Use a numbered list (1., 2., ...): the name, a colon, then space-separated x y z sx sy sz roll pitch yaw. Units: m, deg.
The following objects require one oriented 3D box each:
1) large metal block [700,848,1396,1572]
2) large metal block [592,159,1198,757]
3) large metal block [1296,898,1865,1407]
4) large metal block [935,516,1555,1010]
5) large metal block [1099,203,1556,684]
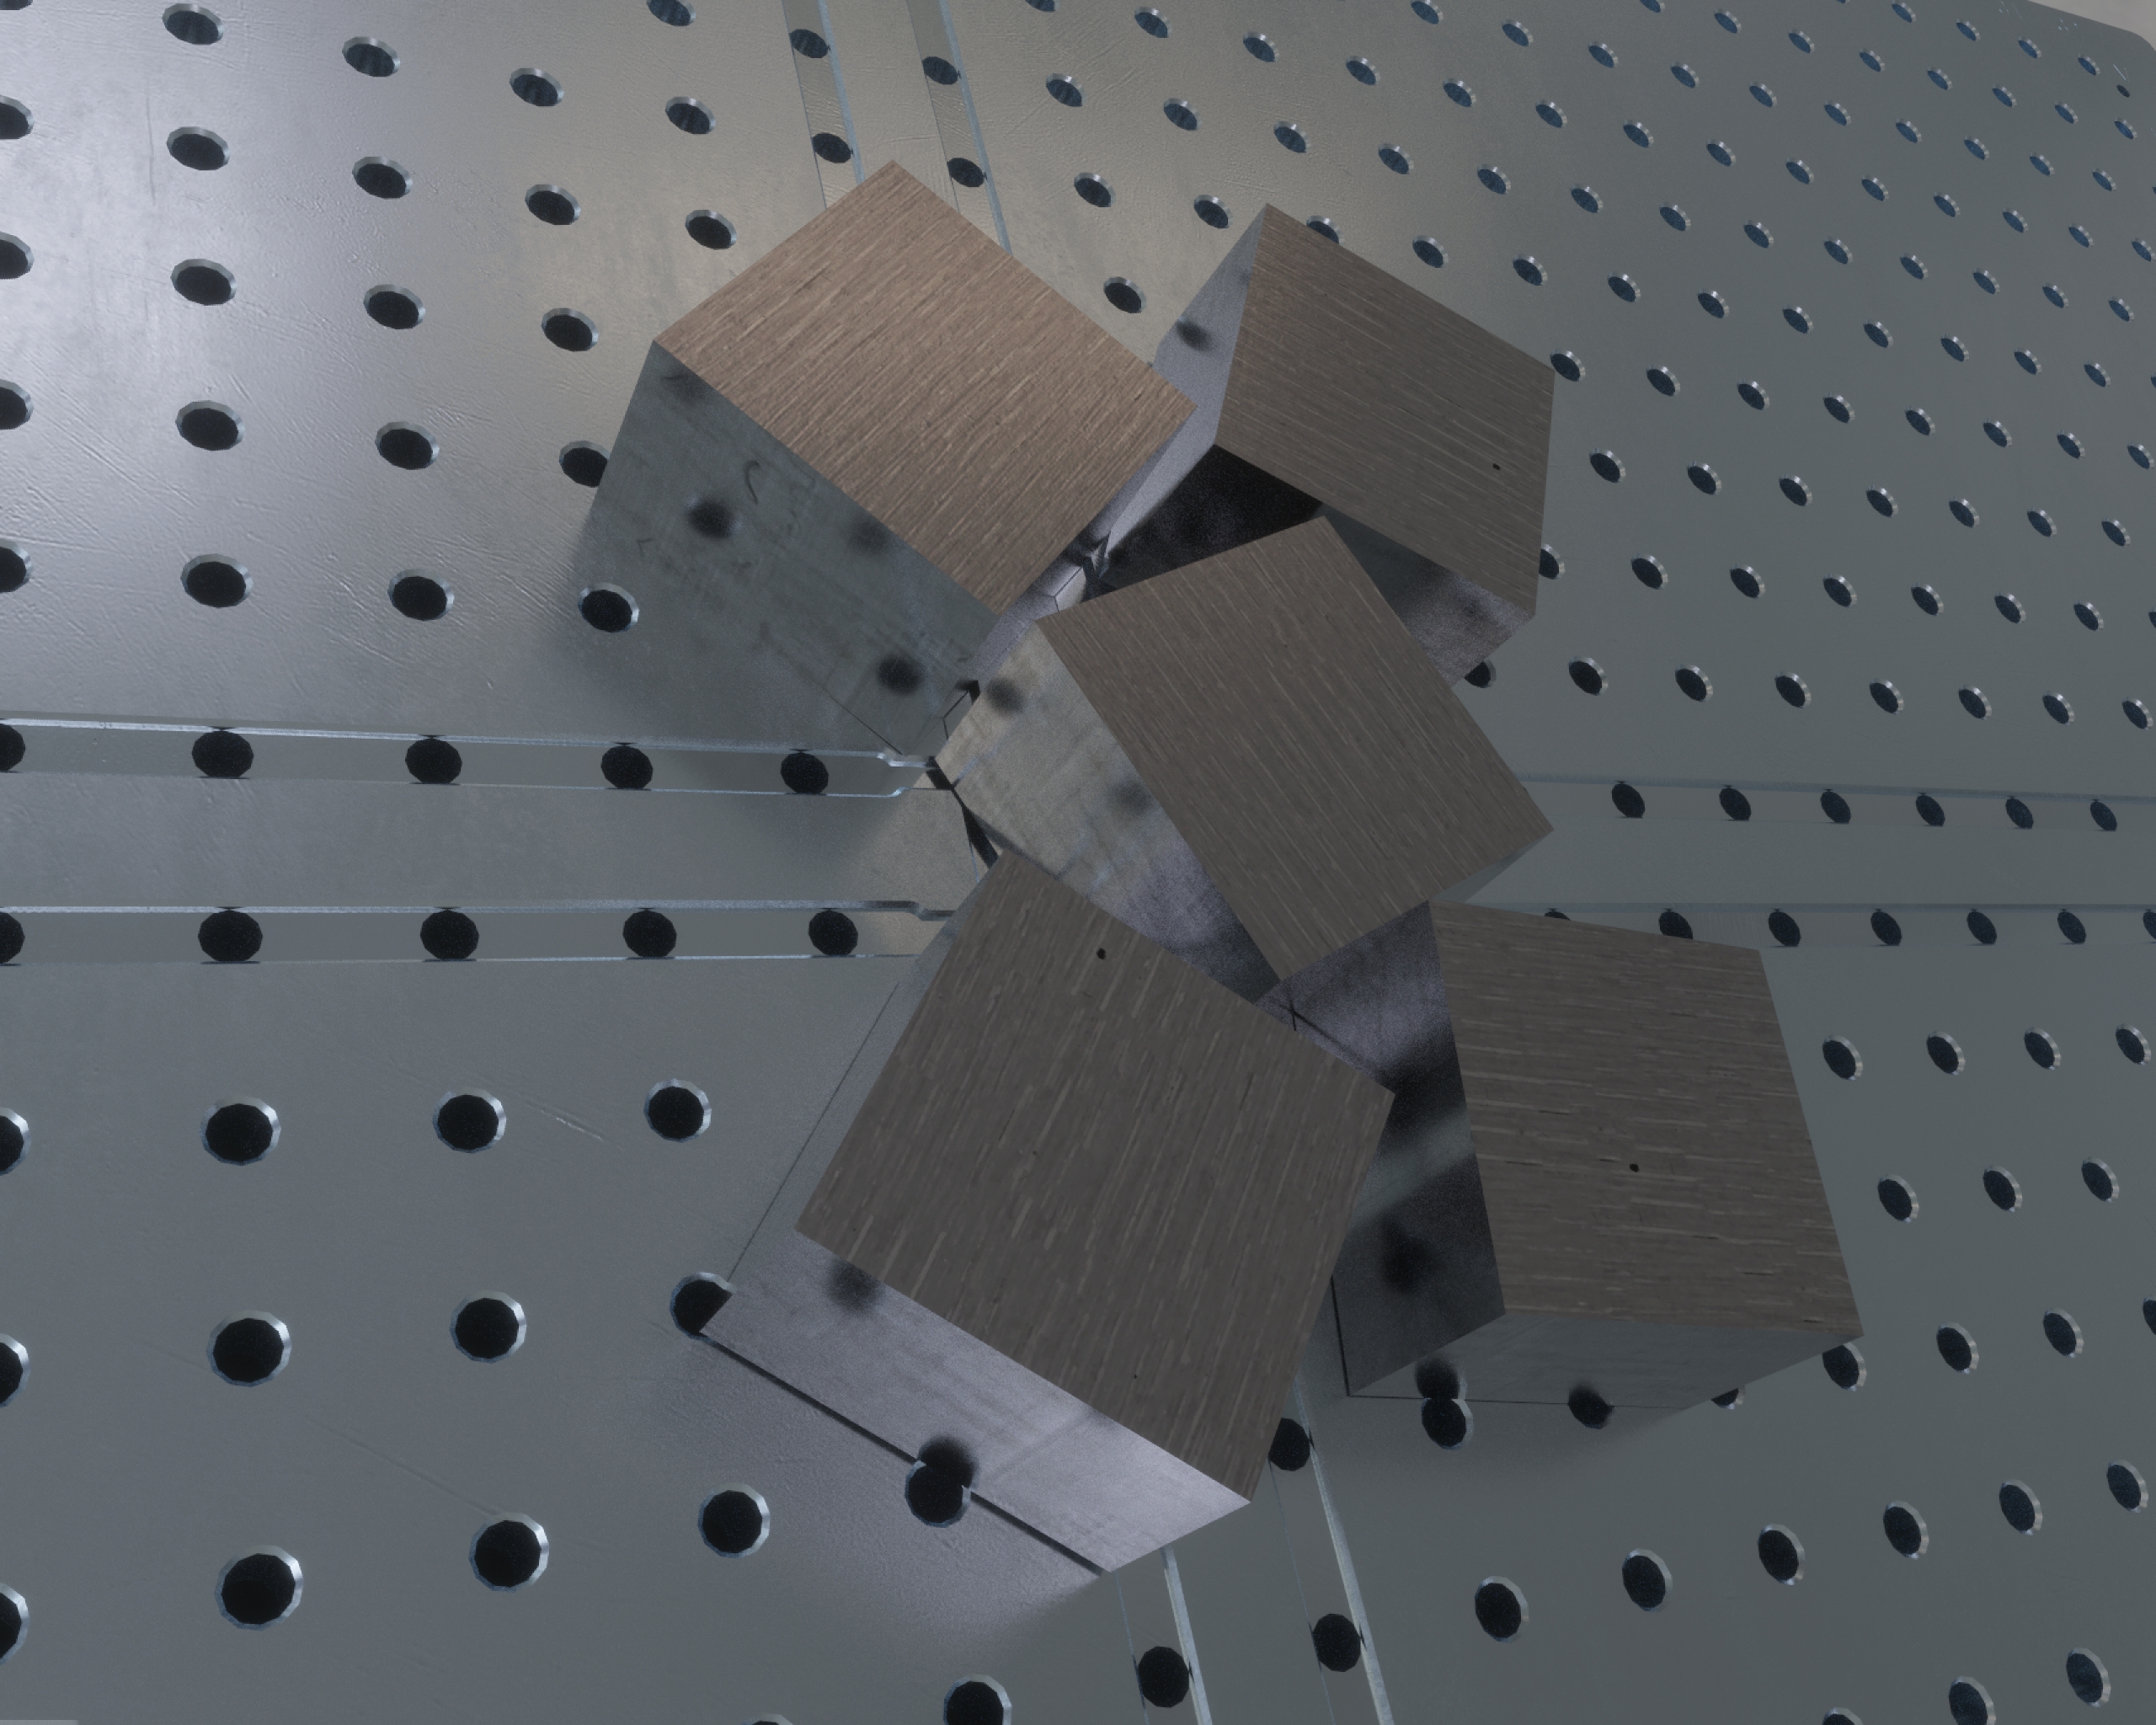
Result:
1. large metal block: -0.003 0.059 0.352 0.080 0.050 0.080 33 51 -7
2. large metal block: -0.036 -0.082 0.422 0.080 0.050 0.080 39 51 -1
3. large metal block: 0.094 0.059 0.406 0.081 0.050 0.080 9 58 -24
4. large metal block: 0.033 -0.014 0.417 0.081 0.050 0.080 -25 75 -37
5. large metal block: 0.059 -0.089 0.476 0.080 0.050 0.080 25 53 -16
